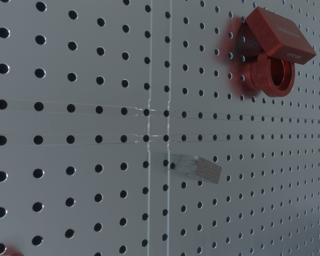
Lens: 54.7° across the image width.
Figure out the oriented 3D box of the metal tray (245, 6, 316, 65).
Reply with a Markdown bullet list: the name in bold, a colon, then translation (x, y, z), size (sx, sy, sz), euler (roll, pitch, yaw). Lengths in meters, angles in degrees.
- **metal tray**: translation (0.221, -0.165, 0.564), size (0.131, 0.030, 0.090), euler (-1, 59, -40)

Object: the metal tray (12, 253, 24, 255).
- **metal tray**: translation (-0.156, 0.193, 0.276), size (0.091, 0.030, 0.129), euler (-9, 96, -40)

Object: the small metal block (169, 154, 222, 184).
- **small metal block**: translation (0.050, 0.057, 0.435), size (0.050, 0.050, 0.025), euler (27, 73, -37)

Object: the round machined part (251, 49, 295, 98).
- **round machined part**: translation (0.205, -0.105, 0.570), size (0.099, 0.042, 0.097), euler (0, 90, -40)
